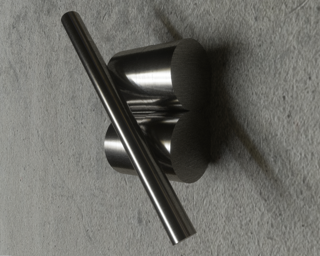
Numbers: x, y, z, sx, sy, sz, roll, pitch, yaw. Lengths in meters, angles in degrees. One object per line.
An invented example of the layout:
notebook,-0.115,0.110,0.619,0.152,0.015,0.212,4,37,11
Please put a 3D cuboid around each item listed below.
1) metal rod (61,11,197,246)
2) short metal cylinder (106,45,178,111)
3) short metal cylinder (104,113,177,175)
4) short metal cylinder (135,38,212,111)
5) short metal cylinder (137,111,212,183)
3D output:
metal rod,-0.046,-0.019,0.340,0.025,0.025,0.299,-44,64,31
short metal cylinder,-0.021,-0.060,0.389,0.050,0.081,0.079,1,91,40
short metal cylinder,-0.022,0.021,0.389,0.050,0.081,0.079,1,91,40
short metal cylinder,0.017,-0.059,0.357,0.050,0.081,0.079,1,91,40
short metal cylinder,0.017,0.021,0.357,0.050,0.081,0.079,1,91,40
